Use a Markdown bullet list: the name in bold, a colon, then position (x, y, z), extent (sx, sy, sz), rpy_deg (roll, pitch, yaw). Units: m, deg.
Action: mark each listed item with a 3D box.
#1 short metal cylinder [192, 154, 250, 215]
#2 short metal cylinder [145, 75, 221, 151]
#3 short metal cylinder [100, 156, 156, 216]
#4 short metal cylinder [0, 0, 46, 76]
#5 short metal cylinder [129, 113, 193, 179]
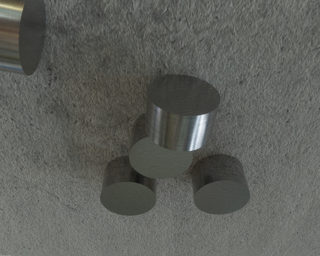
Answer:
- **short metal cylinder**: position (0.089, 0.085, 0.464), extent (0.081, 0.050, 0.079), rpy_deg (0, 130, 0)
- **short metal cylinder**: position (0.024, -0.019, 0.355), extent (0.081, 0.080, 0.050), rpy_deg (4, 130, -4)
- **short metal cylinder**: position (-0.046, 0.087, 0.464), extent (0.081, 0.050, 0.079), rpy_deg (0, 130, 0)
- **short metal cylinder**: position (-0.144, -0.093, 0.290), extent (0.050, 0.080, 0.079), rpy_deg (9, 130, -8)
- **short metal cylinder**: position (0.001, 0.022, 0.409), extent (0.081, 0.050, 0.079), rpy_deg (0, 130, 0)
